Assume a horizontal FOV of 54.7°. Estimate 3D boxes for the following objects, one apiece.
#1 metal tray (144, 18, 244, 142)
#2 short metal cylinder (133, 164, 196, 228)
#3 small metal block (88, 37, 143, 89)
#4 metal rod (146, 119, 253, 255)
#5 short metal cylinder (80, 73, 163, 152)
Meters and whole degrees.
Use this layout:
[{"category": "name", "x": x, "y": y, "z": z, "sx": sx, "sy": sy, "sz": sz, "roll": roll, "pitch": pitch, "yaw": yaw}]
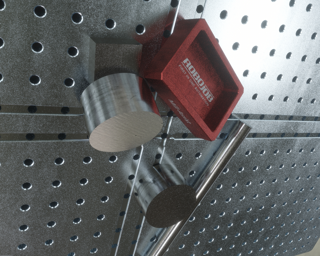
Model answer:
[{"category": "metal tray", "x": 0.048, "y": -0.055, "z": 0.380, "sx": 0.130, "sy": 0.030, "sz": 0.090, "roll": 47, "pitch": 70, "yaw": -39}, {"category": "short metal cylinder", "x": 0.007, "y": 0.101, "z": 0.461, "sx": 0.081, "sy": 0.050, "sz": 0.079, "roll": -14, "pitch": 124, "yaw": -21}, {"category": "small metal block", "x": -0.050, "y": -0.071, "z": 0.340, "sx": 0.050, "sy": 0.025, "sz": 0.050, "roll": -5, "pitch": 121, "yaw": -26}, {"category": "metal rod", "x": 0.057, "y": 0.117, "z": 0.514, "sx": 0.025, "sy": 0.025, "sz": 0.299, "roll": 22, "pitch": 107, "yaw": -36}, {"category": "short metal cylinder", "x": -0.043, "y": -0.015, "z": 0.342, "sx": 0.081, "sy": 0.050, "sz": 0.080, "roll": -16, "pitch": 152, "yaw": -8}]
